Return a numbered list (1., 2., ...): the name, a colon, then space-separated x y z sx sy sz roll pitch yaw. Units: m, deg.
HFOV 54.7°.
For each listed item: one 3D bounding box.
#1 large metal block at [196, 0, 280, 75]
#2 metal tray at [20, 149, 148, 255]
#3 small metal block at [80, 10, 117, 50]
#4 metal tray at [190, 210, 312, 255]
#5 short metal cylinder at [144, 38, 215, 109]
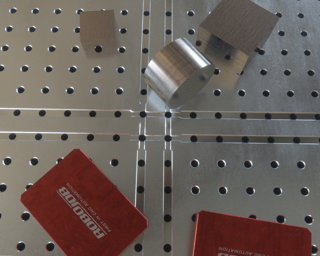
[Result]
1. large metal block: 0.110 -0.139 0.451 0.080 0.050 0.080 36 74 12
2. metal tray: -0.089 0.100 0.371 0.130 0.030 0.090 43 75 14
3. small metal block: -0.092 -0.147 0.464 0.050 0.025 0.050 -5 70 -2
4. metal tray: 0.102 0.151 0.355 0.131 0.030 0.090 9 70 3
5. short metal cylinder: 0.026 -0.071 0.409 0.080 0.080 0.050 -37 75 -13
